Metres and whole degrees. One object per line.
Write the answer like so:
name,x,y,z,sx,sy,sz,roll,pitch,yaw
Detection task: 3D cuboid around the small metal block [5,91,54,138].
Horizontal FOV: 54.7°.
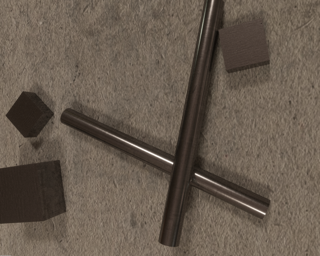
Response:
small metal block,-0.201,-0.021,0.478,0.050,0.025,0.050,44,103,14

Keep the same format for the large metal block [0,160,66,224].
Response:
large metal block,-0.194,0.094,0.462,0.080,0.050,0.080,-9,87,19

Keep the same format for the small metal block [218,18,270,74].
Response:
small metal block,0.102,-0.098,0.373,0.050,0.025,0.050,-11,87,19

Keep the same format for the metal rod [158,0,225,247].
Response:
metal rod,0.039,-0.010,0.375,0.025,0.025,0.298,10,86,19

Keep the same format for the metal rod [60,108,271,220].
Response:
metal rod,-0.006,0.039,0.410,0.301,0.025,0.025,23,98,18
